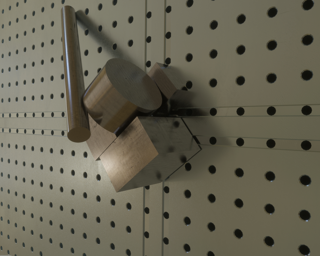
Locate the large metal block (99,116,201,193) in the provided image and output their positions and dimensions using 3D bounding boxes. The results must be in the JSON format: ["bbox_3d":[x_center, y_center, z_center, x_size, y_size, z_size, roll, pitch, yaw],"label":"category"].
[{"bbox_3d":[-0.012,0.031,0.379,0.080,0.081,0.050,-45,64,30],"label":"large metal block"}]

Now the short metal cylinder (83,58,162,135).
[{"bbox_3d":[-0.045,-0.038,0.375,0.050,0.081,0.080,-44,64,31],"label":"short metal cylinder"}]

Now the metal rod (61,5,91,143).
[{"bbox_3d":[-0.125,-0.097,0.442,0.025,0.025,0.300,-49,40,29],"label":"metal rod"}]

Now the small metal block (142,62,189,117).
[{"bbox_3d":[0.002,-0.049,0.407,0.050,0.025,0.050,-49,62,28],"label":"small metal block"}]

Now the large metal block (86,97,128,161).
[{"bbox_3d":[-0.059,-0.006,0.421,0.050,0.081,0.080,-45,63,30],"label":"large metal block"}]
